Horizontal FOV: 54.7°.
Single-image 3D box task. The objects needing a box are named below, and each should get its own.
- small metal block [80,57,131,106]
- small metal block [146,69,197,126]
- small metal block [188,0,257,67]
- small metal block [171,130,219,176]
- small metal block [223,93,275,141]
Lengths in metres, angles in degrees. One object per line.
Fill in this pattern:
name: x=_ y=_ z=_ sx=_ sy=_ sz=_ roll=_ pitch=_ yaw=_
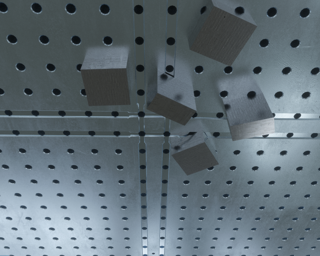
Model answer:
small metal block: x=-0.061 y=-0.054 z=0.365 sx=0.050 sy=0.025 sz=0.050 roll=-2 pitch=130 yaw=1
small metal block: x=0.013 y=-0.036 z=0.365 sx=0.050 sy=0.050 sz=0.025 roll=23 pitch=126 yaw=-19
small metal block: x=0.064 y=-0.100 z=0.327 sx=0.050 sy=0.025 sz=0.050 roll=18 pitch=128 yaw=-16
small metal block: x=0.050 y=0.036 z=0.444 sx=0.050 sy=0.025 sz=0.050 roll=-23 pitch=127 yaw=18
small metal block: x=0.110 y=-0.014 z=0.385 sx=0.050 sy=0.050 sz=0.025 roll=-12 pitch=129 yaw=9
